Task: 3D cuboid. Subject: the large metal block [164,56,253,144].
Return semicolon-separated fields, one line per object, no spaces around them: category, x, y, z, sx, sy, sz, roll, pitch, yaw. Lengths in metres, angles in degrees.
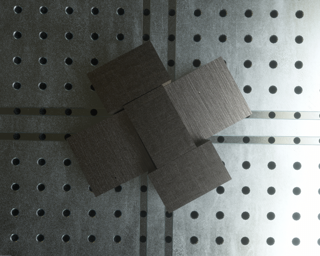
large metal block;0.058;-0.034;0.400;0.080;0.050;0.080;-29;92;0

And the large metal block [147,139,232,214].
large metal block;0.033;0.055;0.386;0.080;0.080;0.050;-29;90;-1

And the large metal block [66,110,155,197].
large metal block;-0.060;0.031;0.401;0.080;0.050;0.080;-27;90;0

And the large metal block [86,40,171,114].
large metal block;-0.034;-0.057;0.385;0.080;0.080;0.050;-28;90;0

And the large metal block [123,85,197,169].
large metal block;0.000;-0.002;0.386;0.050;0.080;0.080;-29;90;0
